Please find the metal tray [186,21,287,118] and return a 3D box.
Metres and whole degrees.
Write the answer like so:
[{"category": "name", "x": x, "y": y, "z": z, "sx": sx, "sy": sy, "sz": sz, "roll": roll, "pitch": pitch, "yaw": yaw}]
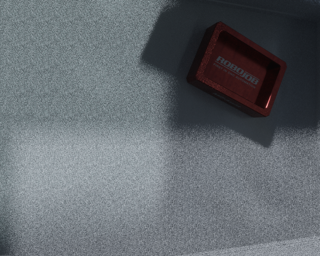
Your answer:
[{"category": "metal tray", "x": 0.113, "y": -0.081, "z": 0.448, "sx": 0.131, "sy": 0.030, "sz": 0.090, "roll": 25, "pitch": 82, "yaw": -18}]
